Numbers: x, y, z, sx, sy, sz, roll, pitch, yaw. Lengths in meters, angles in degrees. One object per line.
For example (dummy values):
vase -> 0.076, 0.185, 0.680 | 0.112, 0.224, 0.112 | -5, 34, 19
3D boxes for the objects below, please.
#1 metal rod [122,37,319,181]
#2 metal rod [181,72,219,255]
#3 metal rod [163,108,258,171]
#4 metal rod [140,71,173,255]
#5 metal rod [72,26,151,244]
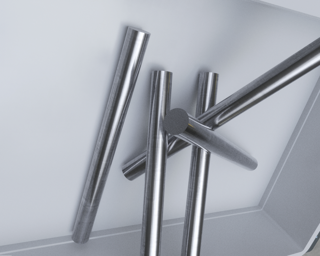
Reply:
metal rod -> 0.071, -0.016, 0.368 | 0.299, 0.025, 0.025 | -34, 133, 23
metal rod -> 0.049, 0.078, 0.406 | 0.025, 0.025, 0.298 | 5, 91, -31
metal rod -> 0.085, 0.028, 0.405 | 0.025, 0.025, 0.301 | -51, 150, 8
metal rod -> -0.007, 0.082, 0.376 | 0.025, 0.025, 0.298 | 3, 92, -30
metal rod -> -0.068, 0.026, 0.387 | 0.025, 0.025, 0.298 | 5, 116, -31
